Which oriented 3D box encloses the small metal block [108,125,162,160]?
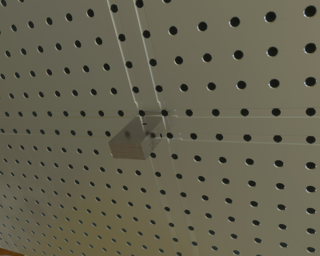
[{"bbox_3d":[-0.033,0.018,0.422,0.050,0.050,0.025,0,118,28],"label":"small metal block"}]
